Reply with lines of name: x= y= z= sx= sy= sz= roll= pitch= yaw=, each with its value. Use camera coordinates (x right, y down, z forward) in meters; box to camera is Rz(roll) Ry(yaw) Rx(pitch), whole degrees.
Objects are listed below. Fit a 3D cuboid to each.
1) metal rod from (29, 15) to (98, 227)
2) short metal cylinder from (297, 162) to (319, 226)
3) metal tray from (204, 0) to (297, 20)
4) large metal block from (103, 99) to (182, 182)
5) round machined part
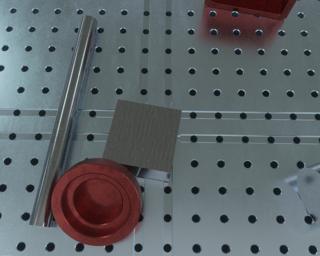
metal rod: x=-0.125 y=-0.023 z=0.418 sx=0.025 sy=0.025 sz=0.299 roll=7 pitch=70 yaw=2
short metal cylinder: x=0.206 y=0.076 z=0.357 sx=0.050 sy=0.080 sz=0.080 roll=-18 pitch=71 yaw=-7
metal tray: x=0.138 y=-0.212 z=0.456 sx=0.131 sy=0.090 sz=0.030 roll=12 pitch=71 yaw=4
large metal block: x=-0.020 y=0.017 z=0.391 sx=0.080 sy=0.050 sz=0.080 roll=10 pitch=68 yaw=3
round machined part: x=-0.069 y=0.081 z=0.357 sx=0.099 sy=0.042 sz=0.097 roll=0 pitch=101 yaw=2
